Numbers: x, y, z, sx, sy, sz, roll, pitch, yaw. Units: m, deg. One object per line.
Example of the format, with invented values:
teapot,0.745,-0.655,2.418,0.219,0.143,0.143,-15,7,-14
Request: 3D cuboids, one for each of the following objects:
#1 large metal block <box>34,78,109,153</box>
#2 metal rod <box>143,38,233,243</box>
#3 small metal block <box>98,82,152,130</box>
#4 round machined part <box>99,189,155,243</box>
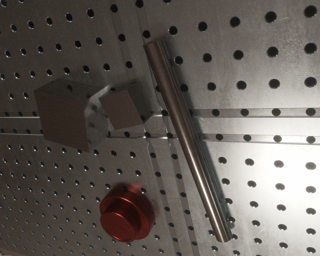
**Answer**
large metal block,-0.125,-0.020,0.446,0.080,0.050,0.079,14,124,20
metal rod,0.044,0.031,0.406,0.025,0.025,0.299,-8,115,31
small metal block,-0.046,-0.028,0.417,0.050,0.025,0.050,-12,113,33
round machined part,-0.062,0.155,0.527,0.098,0.042,0.097,13,124,20
